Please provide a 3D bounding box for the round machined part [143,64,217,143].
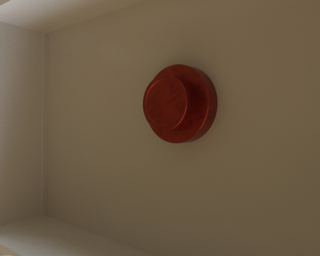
[{"bbox_3d":[0.017,-0.030,0.382,0.098,0.042,0.097,0,90,40],"label":"round machined part"}]
